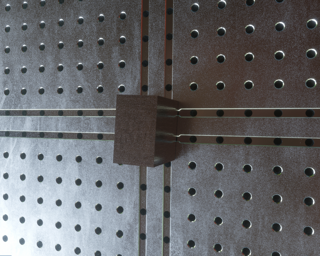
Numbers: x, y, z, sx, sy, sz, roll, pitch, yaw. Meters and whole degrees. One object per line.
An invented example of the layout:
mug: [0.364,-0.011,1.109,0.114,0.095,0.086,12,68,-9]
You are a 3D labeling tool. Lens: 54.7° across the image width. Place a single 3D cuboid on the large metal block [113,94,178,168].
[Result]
large metal block: [-0.015,0.002,0.387,0.050,0.080,0.079,4,91,20]
